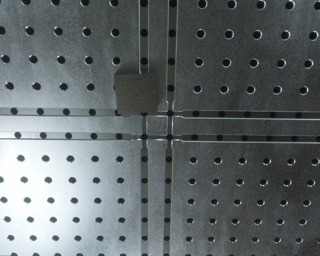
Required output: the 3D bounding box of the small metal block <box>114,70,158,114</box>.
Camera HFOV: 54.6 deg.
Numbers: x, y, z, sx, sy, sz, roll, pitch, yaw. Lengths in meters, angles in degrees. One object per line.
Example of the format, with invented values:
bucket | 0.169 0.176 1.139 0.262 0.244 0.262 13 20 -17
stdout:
small metal block | -0.030 -0.046 0.396 0.050 0.025 0.050 -3 110 1
